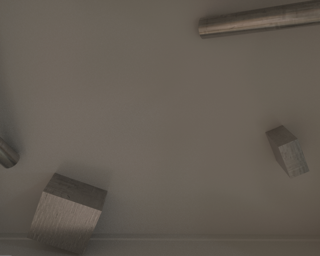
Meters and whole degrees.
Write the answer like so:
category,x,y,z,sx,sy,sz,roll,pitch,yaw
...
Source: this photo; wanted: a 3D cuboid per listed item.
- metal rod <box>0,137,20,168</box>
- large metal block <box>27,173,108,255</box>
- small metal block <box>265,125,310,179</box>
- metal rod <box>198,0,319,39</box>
category,x,y,z,sx,sy,sz,roll,pitch,yaw
metal rod,-0.247,-0.050,0.320,0.025,0.025,0.299,-18,136,6
large metal block,-0.130,0.122,0.441,0.080,0.050,0.079,22,109,-8
small metal block,0.168,0.031,0.412,0.025,0.050,0.050,-25,109,8
metal rod,0.183,-0.116,0.298,0.300,0.025,0.025,2,113,29
